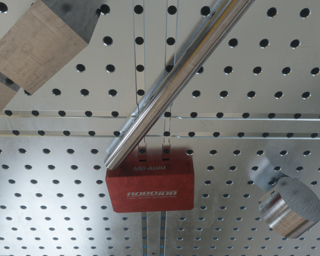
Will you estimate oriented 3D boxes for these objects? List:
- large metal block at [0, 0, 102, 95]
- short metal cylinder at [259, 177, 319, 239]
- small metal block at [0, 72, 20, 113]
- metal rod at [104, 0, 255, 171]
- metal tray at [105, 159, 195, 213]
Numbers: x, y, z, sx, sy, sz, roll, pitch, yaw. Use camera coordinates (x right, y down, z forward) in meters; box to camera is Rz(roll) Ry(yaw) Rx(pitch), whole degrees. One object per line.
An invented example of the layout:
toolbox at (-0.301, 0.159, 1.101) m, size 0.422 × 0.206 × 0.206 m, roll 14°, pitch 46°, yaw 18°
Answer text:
large metal block at (-0.108, -0.091, 0.296) m, size 0.080 × 0.080 × 0.050 m, roll -33°, pitch 123°, yaw 24°
short metal cylinder at (0.204, 0.123, 0.484) m, size 0.081 × 0.080 × 0.050 m, roll 17°, pitch 128°, yaw -15°
small metal block at (-0.201, -0.049, 0.367) m, size 0.050 × 0.025 × 0.050 m, roll 36°, pitch 121°, yaw -27°
metal rod at (0.010, -0.044, 0.374) m, size 0.025 × 0.025 × 0.298 m, roll 26°, pitch 125°, yaw -21°
metal tray at (-0.013, 0.093, 0.488) m, size 0.131 × 0.030 × 0.089 m, roll -3°, pitch 130°, yaw 2°
